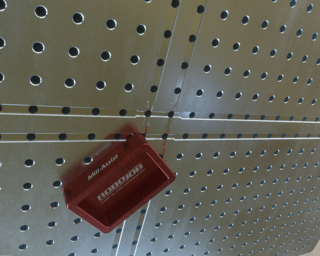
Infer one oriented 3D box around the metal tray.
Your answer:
[{"bbox_3d":[-0.052,0.078,0.426,0.130,0.030,0.090,-38,129,-2],"label":"metal tray"}]
